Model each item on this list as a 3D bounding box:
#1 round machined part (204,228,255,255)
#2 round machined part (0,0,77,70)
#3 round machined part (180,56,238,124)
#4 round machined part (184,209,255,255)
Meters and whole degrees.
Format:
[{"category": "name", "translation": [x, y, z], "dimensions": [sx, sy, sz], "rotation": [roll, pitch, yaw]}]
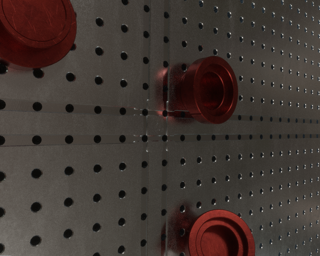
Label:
[{"category": "round machined part", "translation": [0.118, 0.217, 0.500], "dimensions": [0.099, 0.042, 0.097], "rotation": [0, 90, -40]}, {"category": "round machined part", "translation": [-0.125, -0.107, 0.294], "dimensions": [0.099, 0.042, 0.097], "rotation": [0, 90, -40]}, {"category": "round machined part", "translation": [0.069, -0.054, 0.458], "dimensions": [0.099, 0.042, 0.097], "rotation": [0, 90, -40]}, {"category": "round machined part", "translation": [0.083, 0.171, 0.451], "dimensions": [0.099, 0.042, 0.098], "rotation": [4, 66, -10]}]
